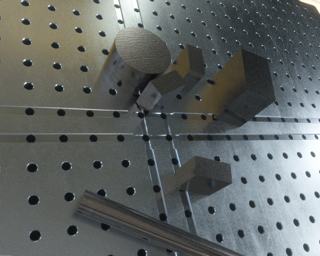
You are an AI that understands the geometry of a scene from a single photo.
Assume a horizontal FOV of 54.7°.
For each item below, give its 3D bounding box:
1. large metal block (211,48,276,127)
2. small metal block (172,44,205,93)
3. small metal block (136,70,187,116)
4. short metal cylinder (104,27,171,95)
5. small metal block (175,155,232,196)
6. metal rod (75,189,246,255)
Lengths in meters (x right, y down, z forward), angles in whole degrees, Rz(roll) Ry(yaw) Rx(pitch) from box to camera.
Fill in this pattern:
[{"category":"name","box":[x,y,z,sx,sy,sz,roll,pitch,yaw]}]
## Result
[{"category":"large metal block","box":[0.125,-0.060,0.480,0.050,0.080,0.080,16,55,-20]},{"category":"small metal block","box":[0.042,-0.089,0.471,0.025,0.050,0.050,12,57,-22]},{"category":"small metal block","box":[0.001,-0.048,0.424,0.050,0.050,0.025,-31,79,-38]},{"category":"short metal cylinder","box":[-0.032,-0.093,0.433,0.081,0.050,0.080,14,56,-21]},{"category":"small metal block","box":[0.053,0.061,0.386,0.050,0.050,0.025,15,56,-20]},{"category":"metal rod","box":[0.050,0.140,0.351,0.301,0.025,0.025,26,53,-12]}]
